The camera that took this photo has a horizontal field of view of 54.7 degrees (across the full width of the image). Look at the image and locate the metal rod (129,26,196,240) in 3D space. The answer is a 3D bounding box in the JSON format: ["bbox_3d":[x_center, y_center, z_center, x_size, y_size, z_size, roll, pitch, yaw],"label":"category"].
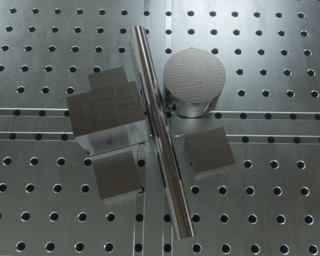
[{"bbox_3d":[-0.002,-0.008,0.414,0.025,0.025,0.299,-12,70,-5],"label":"metal rod"}]

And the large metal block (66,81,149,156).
[{"bbox_3d":[-0.061,-0.009,0.383,0.081,0.080,0.050,-15,71,-6],"label":"large metal block"}]

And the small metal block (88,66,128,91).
[{"bbox_3d":[-0.068,-0.053,0.430,0.050,0.025,0.050,-16,71,-6],"label":"small metal block"}]

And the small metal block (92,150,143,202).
[{"bbox_3d":[-0.053,0.061,0.389,0.050,0.025,0.050,-15,71,-6],"label":"small metal block"}]

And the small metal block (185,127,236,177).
[{"bbox_3d":[0.064,0.031,0.401,0.050,0.025,0.050,-14,71,-6],"label":"small metal block"}]

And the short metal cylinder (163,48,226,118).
[{"bbox_3d":[0.044,-0.060,0.420,0.081,0.050,0.080,0,70,0],"label":"short metal cylinder"}]
